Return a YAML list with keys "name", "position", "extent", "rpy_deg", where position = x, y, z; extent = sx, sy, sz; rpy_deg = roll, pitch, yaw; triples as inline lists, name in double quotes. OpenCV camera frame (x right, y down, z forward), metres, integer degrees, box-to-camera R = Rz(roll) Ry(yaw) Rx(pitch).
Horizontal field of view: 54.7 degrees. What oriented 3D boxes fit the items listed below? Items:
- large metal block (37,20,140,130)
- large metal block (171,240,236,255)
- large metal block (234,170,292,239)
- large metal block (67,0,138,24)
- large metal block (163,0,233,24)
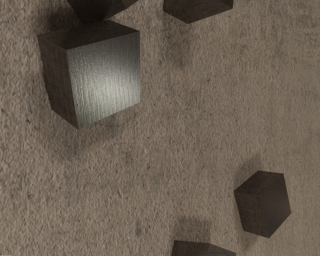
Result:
- name: "large metal block"
  position: [-0.067, -0.057, 0.314]
  extent: [0.081, 0.050, 0.079]
  rpy_deg: [-29, 135, -37]
- name: "large metal block"
  position: [0.057, 0.210, 0.439]
  extent: [0.080, 0.050, 0.080]
  rpy_deg: [22, 76, -38]
- name: "large metal block"
  position: [0.182, 0.131, 0.545]
  extent: [0.081, 0.050, 0.080]
  rpy_deg: [-27, 107, -37]
- name: "large metal block"
  position: [-0.063, -0.158, 0.317]
  extent: [0.050, 0.080, 0.080]
  rpy_deg: [-49, 119, -29]
- name: "large metal block"
  position: [0.053, -0.196, 0.415]
  extent: [0.050, 0.080, 0.080]
  rpy_deg: [12, 83, -40]
